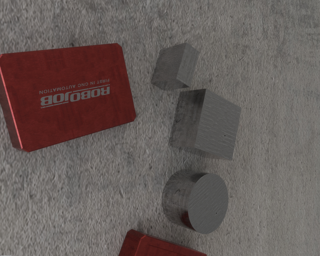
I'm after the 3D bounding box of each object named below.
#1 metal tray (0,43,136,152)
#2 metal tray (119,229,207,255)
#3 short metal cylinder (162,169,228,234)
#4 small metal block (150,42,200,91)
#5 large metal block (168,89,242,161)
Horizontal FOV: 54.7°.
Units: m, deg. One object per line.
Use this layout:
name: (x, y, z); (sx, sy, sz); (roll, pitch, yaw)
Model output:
metal tray: (-0.093, -0.036, 0.324); (0.131, 0.030, 0.089); (-19, 102, -38)
metal tray: (0.000, 0.193, 0.401); (0.130, 0.030, 0.090); (32, 70, -35)
short metal cylinder: (0.050, 0.100, 0.430); (0.081, 0.050, 0.080); (0, 90, -40)
small metal block: (0.019, -0.079, 0.404); (0.025, 0.050, 0.050); (26, 74, -37)
large metal block: (0.066, -0.003, 0.443); (0.080, 0.050, 0.080); (21, 77, -38)
